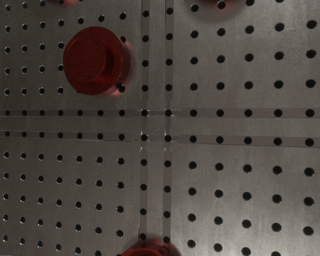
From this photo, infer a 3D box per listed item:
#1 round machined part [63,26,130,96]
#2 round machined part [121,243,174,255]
[{"bbox_3d":[-0.095,-0.095,0.436,0.098,0.042,0.097,0,90,19],"label":"round machined part"},{"bbox_3d":[-0.020,0.208,0.410,0.098,0.042,0.097,0,90,19],"label":"round machined part"}]
